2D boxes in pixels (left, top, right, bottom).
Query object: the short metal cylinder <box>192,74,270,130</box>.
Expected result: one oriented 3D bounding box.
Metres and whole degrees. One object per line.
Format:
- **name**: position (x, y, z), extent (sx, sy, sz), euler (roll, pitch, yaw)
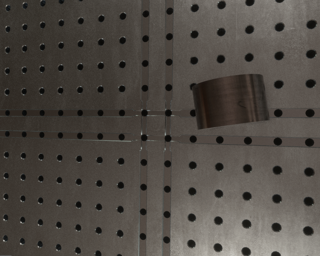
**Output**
- **short metal cylinder**: position (0.080, -0.028, 0.355), extent (0.080, 0.080, 0.050), euler (-8, 87, 19)
